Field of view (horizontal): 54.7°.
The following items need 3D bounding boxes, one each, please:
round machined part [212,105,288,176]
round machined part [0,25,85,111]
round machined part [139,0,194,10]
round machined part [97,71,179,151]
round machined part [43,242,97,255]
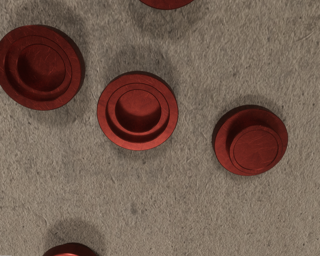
[{"bbox_3d":[0.121,0.021,0.410,0.099,0.042,0.097,0,110,-1],"label":"round machined part"},{"bbox_3d":[-0.139,-0.073,0.372,0.099,0.042,0.097,0,110,-1],"label":"round machined part"},{"bbox_3d":[0.007,-0.180,0.335,0.099,0.042,0.097,0,110,-1],"label":"round machined part"},{"bbox_3d":[-0.027,-0.024,0.392,0.099,0.042,0.097,0,110,-1],"label":"round machined part"},{"bbox_3d":[-0.137,0.218,0.479,0.099,0.042,0.097,0,110,-1],"label":"round machined part"}]
